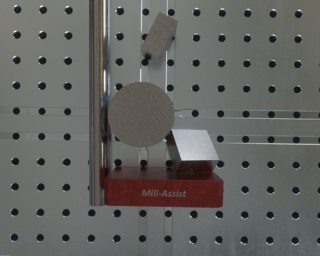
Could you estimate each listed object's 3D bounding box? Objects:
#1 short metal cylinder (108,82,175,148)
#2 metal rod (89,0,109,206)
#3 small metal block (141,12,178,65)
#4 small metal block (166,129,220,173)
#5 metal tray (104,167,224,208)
[{"bbox_3d":[-0.021,-0.015,0.398,0.080,0.050,0.080,0,88,4],"label":"short metal cylinder"},{"bbox_3d":[-0.081,-0.048,0.412,0.025,0.025,0.298,0,90,0],"label":"metal rod"},{"bbox_3d":[-0.001,-0.114,0.401,0.025,0.050,0.050,27,90,0],"label":"small metal block"},{"bbox_3d":[0.040,0.029,0.393,0.050,0.025,0.050,1,46,-20],"label":"small metal block"},{"bbox_3d":[0.004,0.070,0.380,0.131,0.090,0.030,1,91,0],"label":"metal tray"}]
